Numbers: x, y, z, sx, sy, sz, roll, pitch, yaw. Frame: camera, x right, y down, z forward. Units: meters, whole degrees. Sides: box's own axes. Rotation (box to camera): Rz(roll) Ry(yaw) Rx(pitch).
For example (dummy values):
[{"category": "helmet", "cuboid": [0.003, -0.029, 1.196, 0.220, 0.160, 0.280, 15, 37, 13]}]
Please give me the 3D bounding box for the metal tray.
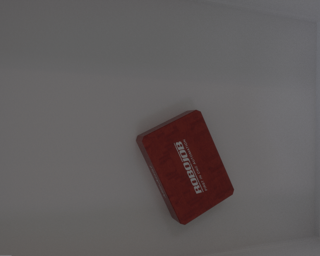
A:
[{"category": "metal tray", "cuboid": [0.036, 0.051, 0.421, 0.091, 0.030, 0.130, -27, 99, -18]}]
